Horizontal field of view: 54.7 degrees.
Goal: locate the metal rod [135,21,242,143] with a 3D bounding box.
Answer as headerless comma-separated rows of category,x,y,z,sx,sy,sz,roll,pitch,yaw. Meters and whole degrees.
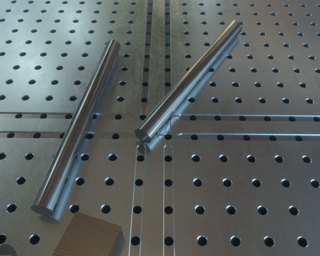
metal rod,0.058,-0.087,0.480,0.025,0.025,0.301,26,54,20

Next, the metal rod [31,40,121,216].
metal rod,-0.102,-0.025,0.426,0.025,0.025,0.300,7,50,6

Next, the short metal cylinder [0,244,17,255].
short metal cylinder,-0.156,0.139,0.253,0.050,0.080,0.080,-3,50,-3

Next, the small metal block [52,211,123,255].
small metal block,-0.071,0.118,0.308,0.050,0.025,0.050,15,51,12
